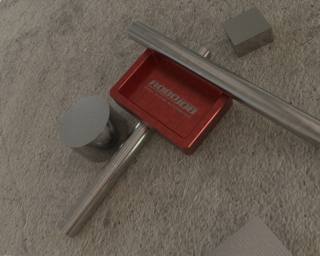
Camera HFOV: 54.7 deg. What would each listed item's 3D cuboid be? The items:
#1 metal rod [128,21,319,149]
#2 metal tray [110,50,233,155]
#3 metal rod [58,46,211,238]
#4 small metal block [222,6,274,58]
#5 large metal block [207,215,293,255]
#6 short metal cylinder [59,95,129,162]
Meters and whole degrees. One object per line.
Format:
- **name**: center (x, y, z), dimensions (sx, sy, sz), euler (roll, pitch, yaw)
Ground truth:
- **metal rod**: center (0.080, -0.048, 0.345), dimensions (0.300, 0.025, 0.025), euler (35, 81, 23)
- **metal tray**: center (0.013, -0.038, 0.388), dimensions (0.130, 0.030, 0.090), euler (36, 80, 24)
- **metal rod**: center (-0.027, 0.011, 0.410), dimensions (0.025, 0.025, 0.300), euler (29, 77, 37)
- **small metal block**: center (0.119, -0.131, 0.421), dimensions (0.050, 0.025, 0.050), euler (-25, 53, 12)
- **large metal block**: center (0.082, 0.136, 0.261), dimensions (0.080, 0.050, 0.080), euler (-39, 51, 1)
- **short metal cylinder**: center (-0.092, 0.001, 0.433), dimensions (0.080, 0.050, 0.080), euler (-13, 56, 20)
